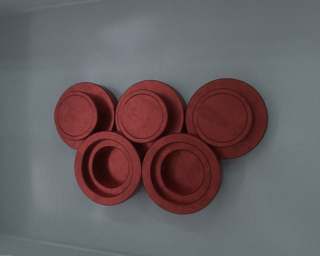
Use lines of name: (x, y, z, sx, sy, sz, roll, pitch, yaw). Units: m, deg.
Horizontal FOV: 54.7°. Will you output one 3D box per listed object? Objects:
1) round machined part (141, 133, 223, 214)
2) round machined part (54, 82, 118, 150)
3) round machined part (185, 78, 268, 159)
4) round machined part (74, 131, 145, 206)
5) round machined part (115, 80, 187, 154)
round machined part: (0.030, 0.054, 0.389, 0.098, 0.042, 0.097, 0, 90, 20)
round machined part: (-0.108, -0.016, 0.437, 0.098, 0.042, 0.097, 0, 89, 19)
round machined part: (0.077, -0.011, 0.371, 0.098, 0.042, 0.097, 0, 89, 20)
round machined part: (-0.063, 0.052, 0.422, 0.098, 0.042, 0.097, 0, 90, 20)
round machined part: (-0.016, -0.014, 0.405, 0.098, 0.042, 0.097, 0, 89, 20)
